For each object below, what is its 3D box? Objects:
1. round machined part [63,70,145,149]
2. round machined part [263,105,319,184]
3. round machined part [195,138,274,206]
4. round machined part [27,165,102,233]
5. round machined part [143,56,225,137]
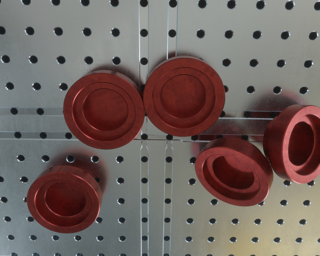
[{"bbox_3d":[-0.068,-0.025,0.394,0.099,0.042,0.097,0,110,0],"label":"round machined part"},{"bbox_3d":[0.171,0.019,0.397,0.099,0.042,0.097,-4,98,-30],"label":"round machined part"},{"bbox_3d":[0.099,0.053,0.408,0.098,0.042,0.097,20,132,23],"label":"round machined part"},{"bbox_3d":[-0.131,0.096,0.439,0.099,0.042,0.097,0,110,0],"label":"round machined part"},{"bbox_3d":[0.029,-0.042,0.389,0.099,0.042,0.097,0,110,0],"label":"round machined part"}]
